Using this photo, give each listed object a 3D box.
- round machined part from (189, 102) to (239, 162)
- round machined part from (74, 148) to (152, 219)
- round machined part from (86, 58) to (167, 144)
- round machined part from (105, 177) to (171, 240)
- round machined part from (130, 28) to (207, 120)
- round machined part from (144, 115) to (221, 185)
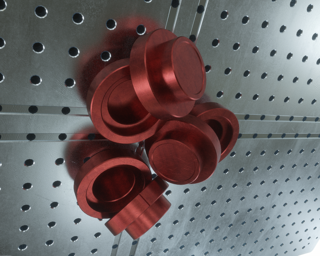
[{"bbox_3d":[0.058,0.007,0.435,0.099,0.042,0.097,-14,124,-21],"label":"round machined part"},{"bbox_3d":[-0.063,0.067,0.406,0.099,0.042,0.097,-14,124,-21],"label":"round machined part"},{"bbox_3d":[-0.036,-0.034,0.358,0.099,0.042,0.097,-14,124,-21],"label":"round machined part"},{"bbox_3d":[-0.023,0.111,0.418,0.098,0.098,0.042,-42,85,-4],"label":"round machined part"},{"bbox_3d":[0.016,-0.060,0.335,0.098,0.042,0.098,18,67,-51],"label":"round machined part"},{"bbox_3d":[0.024,0.033,0.394,0.042,0.098,0.097,-51,148,-52],"label":"round machined part"}]
